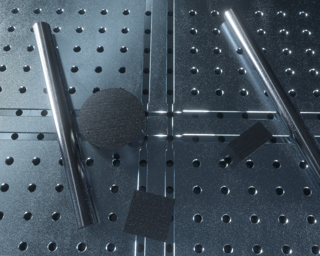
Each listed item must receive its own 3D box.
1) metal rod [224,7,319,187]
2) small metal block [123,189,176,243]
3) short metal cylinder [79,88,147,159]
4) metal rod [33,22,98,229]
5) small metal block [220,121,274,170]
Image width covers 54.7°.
[{"bbox_3d":[0.164,-0.046,0.429,0.025,0.025,0.299,-20,71,-7],"label":"metal rod"},{"bbox_3d":[-0.012,0.106,0.373,0.050,0.025,0.050,13,70,4],"label":"small metal block"},{"bbox_3d":[-0.058,-0.005,0.400,0.081,0.050,0.080,0,70,0],"label":"short metal cylinder"},{"bbox_3d":[-0.131,-0.017,0.416,0.025,0.025,0.299,-17,71,-6],"label":"metal rod"},{"bbox_3d":[0.108,0.023,0.391,0.050,0.050,0.025,-34,74,-12],"label":"small metal block"}]
